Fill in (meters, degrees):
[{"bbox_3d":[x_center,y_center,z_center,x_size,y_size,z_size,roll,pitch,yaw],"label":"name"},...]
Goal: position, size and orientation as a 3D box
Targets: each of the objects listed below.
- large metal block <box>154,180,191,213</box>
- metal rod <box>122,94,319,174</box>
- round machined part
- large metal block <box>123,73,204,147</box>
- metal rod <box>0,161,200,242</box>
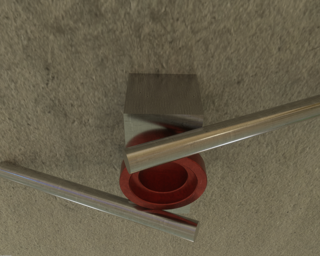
[{"bbox_3d":[0.000,0.071,0.433,0.081,0.080,0.050,1,130,-1],"label":"large metal block"},{"bbox_3d":[0.108,-0.006,0.335,0.302,0.025,0.025,-15,132,-17],"label":"metal rod"},{"bbox_3d":[0.004,0.050,0.363,0.099,0.042,0.097,-1,130,0],"label":"round machined part"},{"bbox_3d":[0.003,-0.021,0.355,0.081,0.080,0.050,1,130,-1],"label":"large metal block"},{"bbox_3d":[-0.096,0.091,0.412,0.301,0.025,0.025,12,133,19],"label":"metal rod"}]
